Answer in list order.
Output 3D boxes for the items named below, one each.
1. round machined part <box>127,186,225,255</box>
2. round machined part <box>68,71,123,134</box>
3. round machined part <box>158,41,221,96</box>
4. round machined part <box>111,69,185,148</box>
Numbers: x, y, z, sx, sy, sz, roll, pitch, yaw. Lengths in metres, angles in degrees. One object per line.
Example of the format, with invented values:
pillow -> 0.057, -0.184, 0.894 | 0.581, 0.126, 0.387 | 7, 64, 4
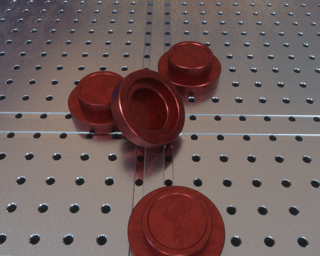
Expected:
round machined part -> 0.017, 0.101, 0.312 | 0.099, 0.042, 0.098 | 0, 50, 0
round machined part -> -0.078, -0.042, 0.431 | 0.099, 0.042, 0.098 | 0, 50, 0
round machined part -> 0.046, -0.098, 0.479 | 0.099, 0.042, 0.098 | 0, 50, 0
round machined part -> -0.019, -0.022, 0.393 | 0.099, 0.042, 0.098 | 14, 66, -34
